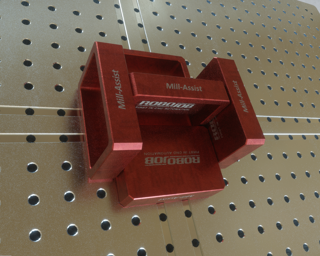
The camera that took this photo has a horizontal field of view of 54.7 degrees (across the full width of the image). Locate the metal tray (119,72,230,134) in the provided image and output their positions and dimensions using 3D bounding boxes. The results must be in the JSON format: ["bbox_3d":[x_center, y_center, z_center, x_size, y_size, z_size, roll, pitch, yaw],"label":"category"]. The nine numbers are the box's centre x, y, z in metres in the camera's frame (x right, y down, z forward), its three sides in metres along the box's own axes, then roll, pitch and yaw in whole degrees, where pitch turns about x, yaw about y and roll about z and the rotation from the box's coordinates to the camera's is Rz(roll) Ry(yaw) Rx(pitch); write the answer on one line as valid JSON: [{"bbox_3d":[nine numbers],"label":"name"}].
[{"bbox_3d":[0.009,-0.025,0.386,0.131,0.090,0.030,1,62,-28],"label":"metal tray"}]

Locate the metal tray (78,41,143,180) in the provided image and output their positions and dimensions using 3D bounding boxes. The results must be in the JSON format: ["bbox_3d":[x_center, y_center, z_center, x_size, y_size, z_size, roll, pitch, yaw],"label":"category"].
[{"bbox_3d":[-0.061,-0.018,0.345,0.030,0.090,0.130,1,61,-28],"label":"metal tray"}]

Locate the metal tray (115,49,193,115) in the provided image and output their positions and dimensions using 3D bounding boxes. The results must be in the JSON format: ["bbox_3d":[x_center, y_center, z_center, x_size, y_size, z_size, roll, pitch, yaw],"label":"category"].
[{"bbox_3d":[-0.017,-0.064,0.436,0.131,0.030,0.090,1,62,-28],"label":"metal tray"}]

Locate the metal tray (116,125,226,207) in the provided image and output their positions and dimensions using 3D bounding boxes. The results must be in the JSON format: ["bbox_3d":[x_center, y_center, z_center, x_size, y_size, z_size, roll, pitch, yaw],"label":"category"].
[{"bbox_3d":[0.010,0.043,0.384,0.131,0.030,0.090,1,62,-28],"label":"metal tray"}]

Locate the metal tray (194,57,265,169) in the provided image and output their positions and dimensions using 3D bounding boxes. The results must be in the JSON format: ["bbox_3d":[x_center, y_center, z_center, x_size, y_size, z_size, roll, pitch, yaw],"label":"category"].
[{"bbox_3d":[0.082,-0.019,0.423,0.030,0.090,0.130,1,61,-28],"label":"metal tray"}]
